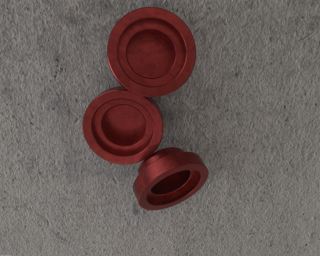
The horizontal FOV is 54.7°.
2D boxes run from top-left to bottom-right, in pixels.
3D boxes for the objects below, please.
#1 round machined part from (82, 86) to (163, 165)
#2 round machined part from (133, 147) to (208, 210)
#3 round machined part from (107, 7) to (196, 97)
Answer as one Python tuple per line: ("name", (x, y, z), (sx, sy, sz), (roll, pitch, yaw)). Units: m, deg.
("round machined part", (-0.045, -0.006, 0.397), (0.099, 0.042, 0.097), (0, 109, 1))
("round machined part", (0.010, 0.063, 0.407), (0.099, 0.042, 0.097), (-18, 142, -14))
("round machined part", (-0.011, -0.085, 0.360), (0.099, 0.042, 0.097), (-1, 94, -9))
